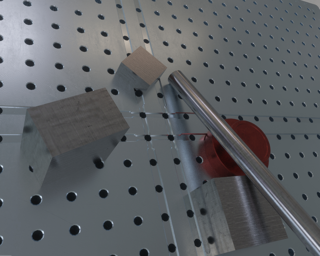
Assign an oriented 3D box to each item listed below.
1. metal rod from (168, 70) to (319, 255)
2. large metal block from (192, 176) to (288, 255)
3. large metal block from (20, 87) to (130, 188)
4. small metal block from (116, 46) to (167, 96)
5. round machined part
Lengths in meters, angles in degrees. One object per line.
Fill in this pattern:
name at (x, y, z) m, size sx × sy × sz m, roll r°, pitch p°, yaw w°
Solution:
metal rod at (0.098, 0.027, 0.392) m, size 0.025 × 0.025 × 0.300 m, roll -13°, pitch 52°, yaw -33°
large metal block at (0.096, 0.105, 0.380) m, size 0.081 × 0.050 × 0.080 m, roll 1°, pitch 61°, yaw -28°
large metal block at (-0.090, 0.010, 0.318) m, size 0.081 × 0.080 × 0.050 m, roll -23°, pitch 74°, yaw -36°
small metal block at (-0.026, -0.083, 0.445) m, size 0.050 × 0.025 × 0.050 m, roll 39°, pitch 51°, yaw -2°
round machined part at (0.117, 0.028, 0.443) m, size 0.099 × 0.042 × 0.098 m, roll 14°, pitch 56°, yaw -21°
